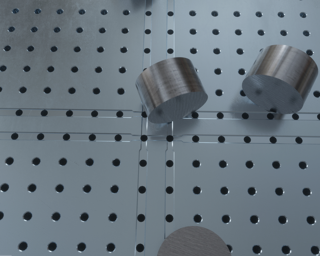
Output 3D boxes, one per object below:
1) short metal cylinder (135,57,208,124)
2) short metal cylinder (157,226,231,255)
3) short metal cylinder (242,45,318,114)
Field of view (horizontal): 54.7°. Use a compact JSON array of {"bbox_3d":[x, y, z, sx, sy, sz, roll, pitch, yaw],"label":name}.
[{"bbox_3d":[0.015,-0.046,0.399,0.080,0.080,0.050,-19,71,-7],"label":"short metal cylinder"},{"bbox_3d":[0.036,0.151,0.343,0.081,0.050,0.080,0,70,0],"label":"short metal cylinder"},{"bbox_3d":[0.156,-0.062,0.406,0.080,0.080,0.050,29,73,10],"label":"short metal cylinder"}]
